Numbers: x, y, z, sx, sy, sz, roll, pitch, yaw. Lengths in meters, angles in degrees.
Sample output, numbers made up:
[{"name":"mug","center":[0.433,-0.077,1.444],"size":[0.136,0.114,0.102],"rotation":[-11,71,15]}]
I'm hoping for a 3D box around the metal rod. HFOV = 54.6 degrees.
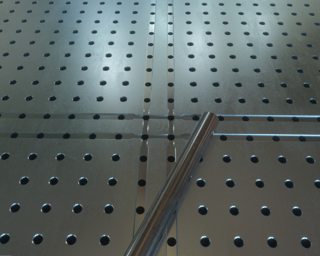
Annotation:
[{"name":"metal rod","center":[0.001,0.090,0.331],"size":[0.025,0.025,0.301],"rotation":[21,53,17]}]
